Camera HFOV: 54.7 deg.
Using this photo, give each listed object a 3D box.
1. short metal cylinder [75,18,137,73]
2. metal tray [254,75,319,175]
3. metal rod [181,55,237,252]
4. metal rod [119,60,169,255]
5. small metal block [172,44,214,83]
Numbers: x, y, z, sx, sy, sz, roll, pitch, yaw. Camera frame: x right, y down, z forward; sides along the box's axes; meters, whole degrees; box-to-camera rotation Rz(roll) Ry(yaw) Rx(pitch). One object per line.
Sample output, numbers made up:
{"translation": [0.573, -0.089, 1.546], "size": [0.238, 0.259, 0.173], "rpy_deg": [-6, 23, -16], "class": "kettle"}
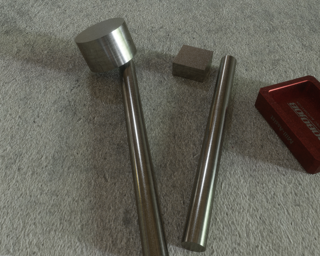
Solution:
{"translation": [-0.082, -0.128, 0.476], "size": [0.080, 0.050, 0.080], "rpy_deg": [-15, 36, 11], "class": "short metal cylinder"}
{"translation": [0.199, -0.010, 0.409], "size": [0.091, 0.030, 0.130], "rpy_deg": [-16, 52, -13], "class": "metal tray"}
{"translation": [0.071, 0.006, 0.398], "size": [0.025, 0.025, 0.300], "rpy_deg": [11, 51, 9], "class": "metal rod"}
{"translation": [-0.028, 0.013, 0.391], "size": [0.025, 0.025, 0.300], "rpy_deg": [-7, 50, -6], "class": "metal rod"}
{"translation": [0.052, -0.103, 0.490], "size": [0.050, 0.025, 0.050], "rpy_deg": [17, 52, 14], "class": "small metal block"}
